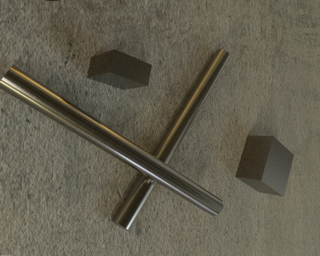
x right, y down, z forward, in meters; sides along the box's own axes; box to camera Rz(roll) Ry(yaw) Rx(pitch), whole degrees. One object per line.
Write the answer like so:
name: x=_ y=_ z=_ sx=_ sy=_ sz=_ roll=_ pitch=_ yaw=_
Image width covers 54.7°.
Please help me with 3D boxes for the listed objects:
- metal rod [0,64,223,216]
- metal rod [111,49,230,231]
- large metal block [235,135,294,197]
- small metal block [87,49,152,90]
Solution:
metal rod: x=-0.034 y=0.029 z=0.353 sx=0.301 sy=0.025 sz=0.025 roll=35 pitch=68 yaw=-27
metal rod: x=0.026 y=0.000 z=0.428 sx=0.025 sy=0.025 sz=0.300 roll=47 pitch=62 yaw=-30
large metal block: x=0.187 y=0.067 z=0.549 sx=0.080 sy=0.050 sz=0.080 roll=34 pitch=69 yaw=-35
small metal block: x=-0.046 y=-0.064 z=0.351 sx=0.050 sy=0.050 sz=0.025 roll=15 pitch=81 yaw=-39
